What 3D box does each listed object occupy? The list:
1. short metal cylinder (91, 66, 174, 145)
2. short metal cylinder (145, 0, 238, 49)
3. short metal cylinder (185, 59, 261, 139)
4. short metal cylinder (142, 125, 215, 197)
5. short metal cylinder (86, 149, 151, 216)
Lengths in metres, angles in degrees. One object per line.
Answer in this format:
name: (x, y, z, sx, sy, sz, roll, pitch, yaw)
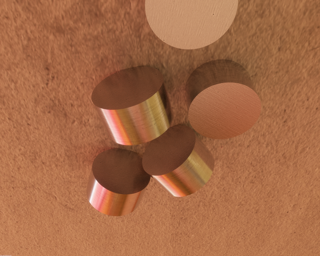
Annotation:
short metal cylinder: (-0.029, -0.026, 0.348, 0.080, 0.080, 0.050, -11, 129, 8)
short metal cylinder: (0.027, -0.121, 0.288, 0.081, 0.050, 0.079, 0, 130, 0)
short metal cylinder: (0.072, -0.033, 0.364, 0.081, 0.050, 0.079, 0, 130, 0)
short metal cylinder: (0.024, 0.043, 0.408, 0.080, 0.080, 0.050, -27, 125, 20)
short metal cylinder: (-0.059, 0.075, 0.434, 0.081, 0.080, 0.050, 13, 129, -11)
